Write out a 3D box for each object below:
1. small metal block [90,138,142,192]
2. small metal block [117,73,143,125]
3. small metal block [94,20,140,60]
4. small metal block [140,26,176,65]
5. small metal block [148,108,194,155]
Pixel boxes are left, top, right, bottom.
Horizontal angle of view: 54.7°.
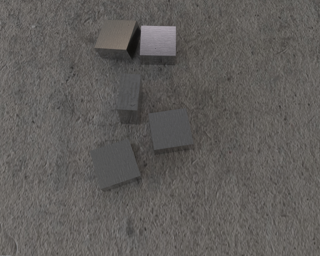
[{"bbox_3d":[-0.055,0.047,0.390,0.050,0.025,0.050,-18,71,-7],"label":"small metal block"},{"bbox_3d":[-0.038,-0.037,0.408,0.025,0.050,0.050,3,70,1],"label":"small metal block"},{"bbox_3d":[-0.060,-0.128,0.448,0.050,0.025,0.050,8,69,19],"label":"small metal block"},{"bbox_3d":[-0.003,-0.120,0.452,0.050,0.025,0.050,1,70,0],"label":"small metal block"},{"bbox_3d":[0.013,0.005,0.406,0.050,0.025,0.050,-9,70,-3],"label":"small metal block"}]
